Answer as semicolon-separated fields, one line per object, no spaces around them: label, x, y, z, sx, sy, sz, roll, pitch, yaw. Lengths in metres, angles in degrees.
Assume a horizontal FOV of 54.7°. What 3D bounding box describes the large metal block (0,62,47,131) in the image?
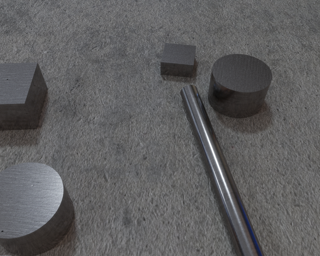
large metal block;-0.208;-0.043;0.422;0.081;0.050;0.080;-2;50;-2

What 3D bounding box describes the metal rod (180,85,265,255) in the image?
metal rod;0.071;0.059;0.353;0.025;0.025;0.300;-9;51;-7

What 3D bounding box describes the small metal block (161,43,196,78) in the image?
small metal block;0.030;-0.109;0.495;0.050;0.025;0.050;7;50;5

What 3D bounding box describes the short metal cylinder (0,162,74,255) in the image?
short metal cylinder;-0.134;0.082;0.317;0.081;0.050;0.080;0;50;0

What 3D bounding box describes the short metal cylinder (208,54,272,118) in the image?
short metal cylinder;0.111;-0.060;0.438;0.081;0.050;0.080;0;50;0
